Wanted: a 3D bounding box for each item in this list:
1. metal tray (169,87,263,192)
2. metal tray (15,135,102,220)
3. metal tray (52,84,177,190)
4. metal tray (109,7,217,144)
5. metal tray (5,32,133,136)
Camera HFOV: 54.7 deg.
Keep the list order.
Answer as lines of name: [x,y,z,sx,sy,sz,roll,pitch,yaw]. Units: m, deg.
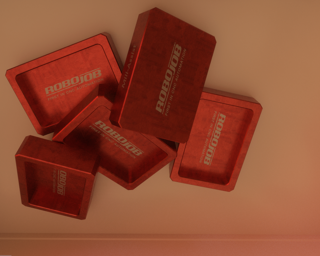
metal tray: [0.070,0.016,0.414,0.091,0.030,0.129,12,110,-5]
metal tray: [-0.131,0.070,0.400,0.091,0.030,0.129,16,138,-6]
metal tray: [-0.053,0.017,0.389,0.090,0.030,0.130,-40,121,20]
metal tray: [0.005,-0.055,0.350,0.091,0.030,0.129,16,91,-30]
metal tray: [-0.108,-0.054,0.385,0.131,0.030,0.090,-19,109,6]
